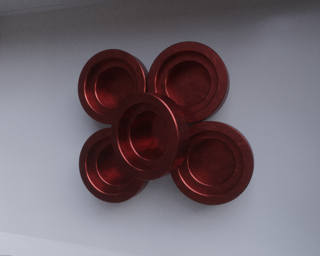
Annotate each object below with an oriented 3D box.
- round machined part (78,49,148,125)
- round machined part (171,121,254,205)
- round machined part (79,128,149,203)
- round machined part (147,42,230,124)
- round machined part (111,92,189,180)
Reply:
[{"bbox_3d":[-0.057,-0.053,0.419,0.098,0.042,0.097,0,90,19],"label":"round machined part"},{"bbox_3d":[0.064,0.040,0.377,0.098,0.042,0.097,0,90,19],"label":"round machined part"},{"bbox_3d":[-0.056,0.048,0.418,0.098,0.042,0.097,0,90,19],"label":"round machined part"},{"bbox_3d":[0.037,-0.054,0.386,0.098,0.042,0.097,0,90,19],"label":"round machined part"},{"bbox_3d":[-0.007,0.008,0.356,0.098,0.042,0.097,5,98,37],"label":"round machined part"}]
